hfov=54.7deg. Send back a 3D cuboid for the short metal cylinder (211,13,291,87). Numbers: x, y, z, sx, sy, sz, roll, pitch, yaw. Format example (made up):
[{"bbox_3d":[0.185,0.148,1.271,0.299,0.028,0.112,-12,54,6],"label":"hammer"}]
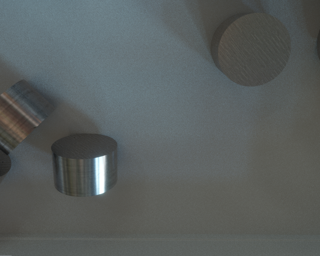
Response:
[{"bbox_3d":[0.104,-0.094,0.365,0.081,0.050,0.079,0,110,-1],"label":"short metal cylinder"}]

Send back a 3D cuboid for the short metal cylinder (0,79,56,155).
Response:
[{"bbox_3d":[-0.174,-0.013,0.375,0.080,0.080,0.050,-41,106,13],"label":"short metal cylinder"}]

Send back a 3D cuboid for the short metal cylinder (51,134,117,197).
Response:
[{"bbox_3d":[-0.095,0.045,0.397,0.081,0.080,0.050,2,110,-1],"label":"short metal cylinder"}]

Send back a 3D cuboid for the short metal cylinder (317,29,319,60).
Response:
[{"bbox_3d":[0.223,-0.106,0.346,0.050,0.080,0.079,7,110,-3],"label":"short metal cylinder"}]

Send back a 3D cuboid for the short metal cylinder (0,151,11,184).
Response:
[{"bbox_3d":[-0.244,0.053,0.398,0.080,0.080,0.050,35,106,-12],"label":"short metal cylinder"}]
